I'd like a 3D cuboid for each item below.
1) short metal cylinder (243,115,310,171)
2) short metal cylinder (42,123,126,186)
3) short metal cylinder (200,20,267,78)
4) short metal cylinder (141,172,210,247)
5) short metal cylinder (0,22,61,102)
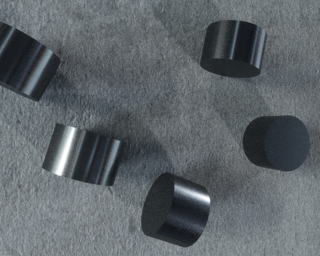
[{"bbox_3d":[0.173,0.022,0.461,0.081,0.050,0.079,0,90,-21],"label":"short metal cylinder"},{"bbox_3d":[-0.084,0.030,0.349,0.081,0.080,0.050,18,84,-20],"label":"short metal cylinder"},{"bbox_3d":[0.098,-0.104,0.417,0.081,0.080,0.050,13,86,-20],"label":"short metal cylinder"},{"bbox_3d":[0.018,0.102,0.388,0.050,0.080,0.080,25,82,-19],"label":"short metal cylinder"},{"bbox_3d":[-0.153,-0.068,0.323,0.080,0.080,0.050,28,81,-18],"label":"short metal cylinder"}]
